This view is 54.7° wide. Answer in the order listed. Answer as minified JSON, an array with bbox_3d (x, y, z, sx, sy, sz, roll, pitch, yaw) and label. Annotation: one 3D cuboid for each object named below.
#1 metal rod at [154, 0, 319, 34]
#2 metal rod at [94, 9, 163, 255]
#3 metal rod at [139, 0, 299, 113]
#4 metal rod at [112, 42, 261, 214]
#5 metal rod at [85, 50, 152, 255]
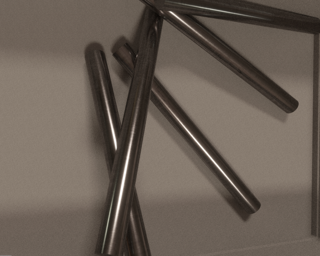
[{"bbox_3d":[0.129,-0.157,0.430,0.303,0.025,0.025,-4,92,-31],"label":"metal rod"},{"bbox_3d":[-0.026,-0.020,0.340,0.025,0.025,0.299,19,60,-19],"label":"metal rod"},{"bbox_3d":[0.089,-0.103,0.429,0.301,0.025,0.025,30,80,-24],"label":"metal rod"},{"bbox_3d":[0.044,0.009,0.428,0.025,0.025,0.300,-45,104,-15],"label":"metal rod"},{"bbox_3d":[-0.043,0.046,0.332,0.025,0.025,0.299,-8,69,-20],"label":"metal rod"}]
